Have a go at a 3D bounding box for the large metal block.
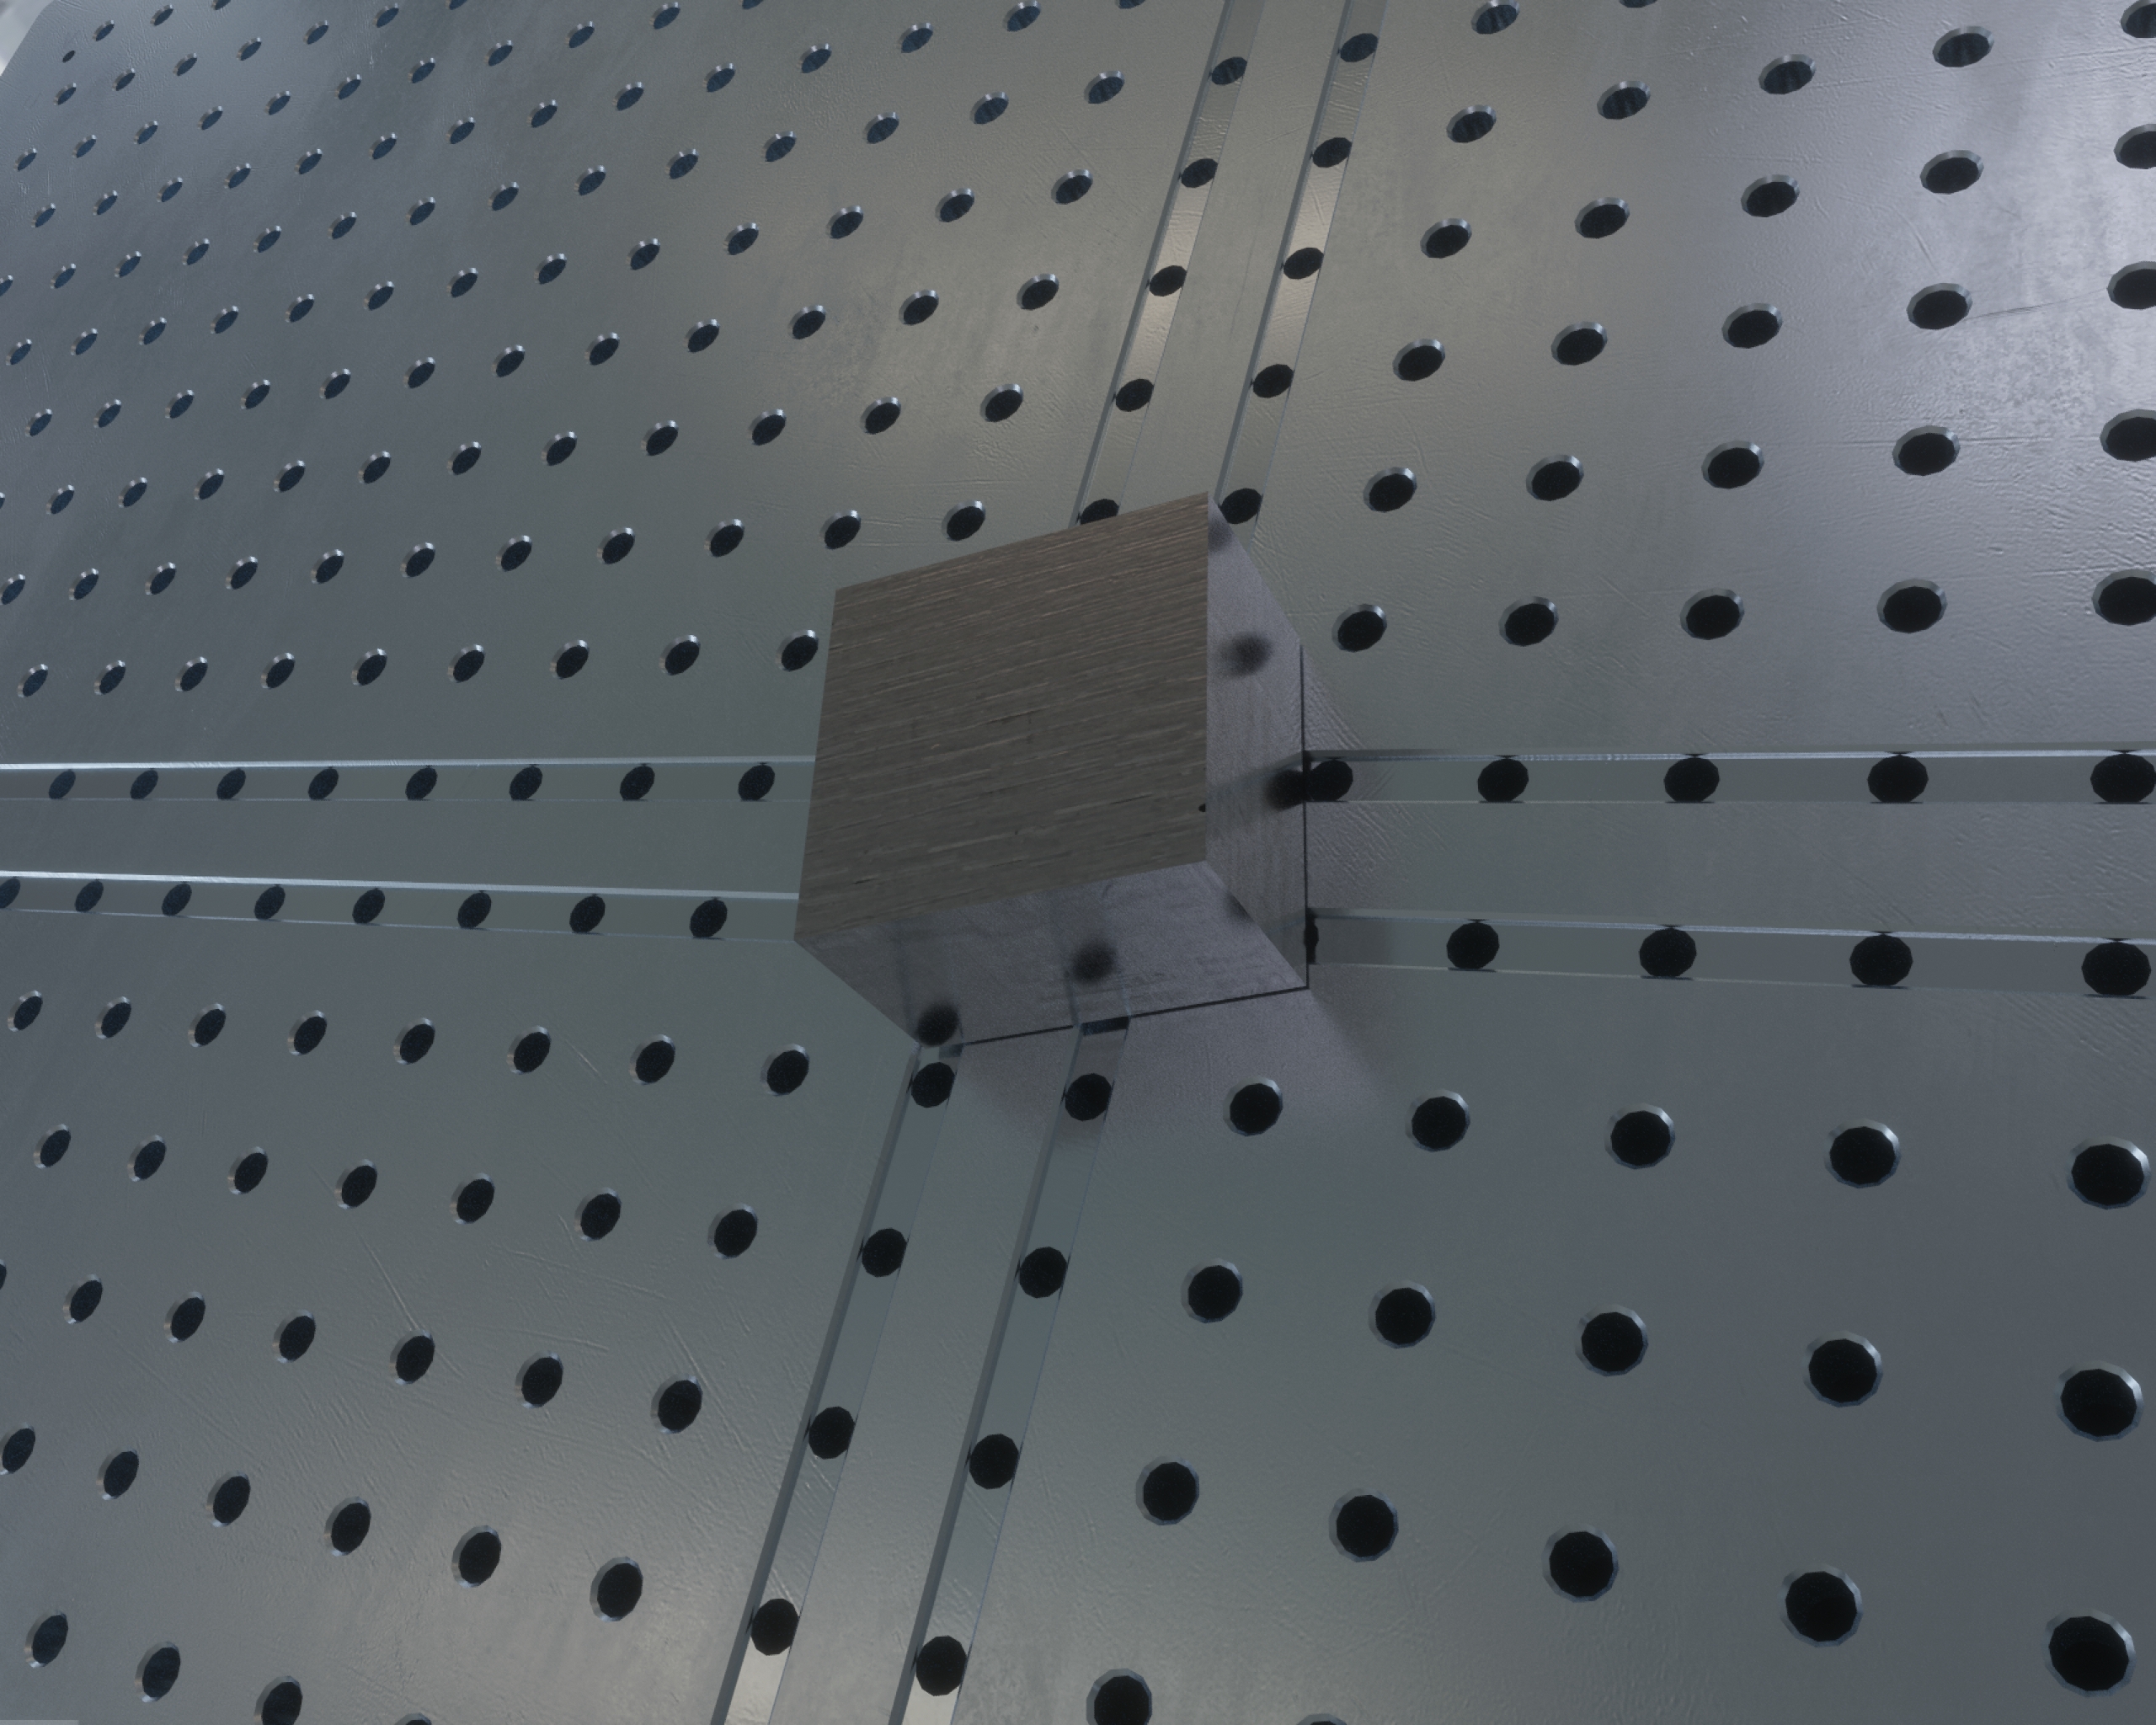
[{"bbox_3d":[-0.003,-0.016,0.403,0.080,0.050,0.080,-11,57,22],"label":"large metal block"}]
